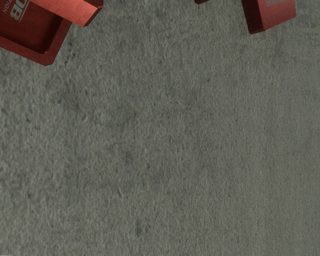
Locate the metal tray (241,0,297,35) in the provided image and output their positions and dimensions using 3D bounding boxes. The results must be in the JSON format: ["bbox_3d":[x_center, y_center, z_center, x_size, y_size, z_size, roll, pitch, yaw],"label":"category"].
[{"bbox_3d":[0.203,-0.235,0.574,0.131,0.030,0.090,-31,109,-36],"label":"metal tray"}]

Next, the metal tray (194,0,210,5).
[{"bbox_3d":[0.084,-0.259,0.474,0.131,0.030,0.090,-45,117,-31],"label":"metal tray"}]

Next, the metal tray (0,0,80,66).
[{"bbox_3d":[-0.115,-0.132,0.272,0.091,0.030,0.129,22,100,-39],"label":"metal tray"}]

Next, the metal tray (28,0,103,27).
[{"bbox_3d":[-0.097,-0.167,0.287,0.091,0.030,0.130,19,55,-35],"label":"metal tray"}]
